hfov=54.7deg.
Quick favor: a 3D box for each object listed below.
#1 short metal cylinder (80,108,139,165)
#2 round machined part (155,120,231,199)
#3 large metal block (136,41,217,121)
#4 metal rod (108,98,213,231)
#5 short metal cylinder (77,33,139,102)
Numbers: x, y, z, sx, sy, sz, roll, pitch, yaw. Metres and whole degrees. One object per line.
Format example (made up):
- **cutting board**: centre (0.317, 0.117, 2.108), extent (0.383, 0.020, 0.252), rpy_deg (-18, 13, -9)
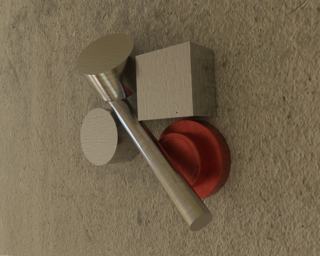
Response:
- **short metal cylinder**: centre (-0.070, 0.012, 0.449), extent (0.080, 0.050, 0.080), rpy_deg (0, 90, 40)
- **round machined part**: centre (0.030, 0.038, 0.369), extent (0.098, 0.042, 0.097), rpy_deg (0, 90, 40)
- **large metal block**: centre (0.019, -0.051, 0.372), extent (0.080, 0.050, 0.080), rpy_deg (-4, 88, 40)
- **metal rod**: centre (-0.030, 0.000, 0.387), extent (0.025, 0.025, 0.300), rpy_deg (-60, 43, 23)
- **short metal cylinder**: centre (-0.063, -0.082, 0.418), extent (0.080, 0.050, 0.080), rpy_deg (-11, 50, 14)
